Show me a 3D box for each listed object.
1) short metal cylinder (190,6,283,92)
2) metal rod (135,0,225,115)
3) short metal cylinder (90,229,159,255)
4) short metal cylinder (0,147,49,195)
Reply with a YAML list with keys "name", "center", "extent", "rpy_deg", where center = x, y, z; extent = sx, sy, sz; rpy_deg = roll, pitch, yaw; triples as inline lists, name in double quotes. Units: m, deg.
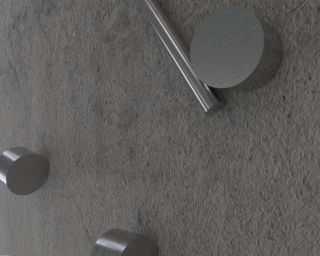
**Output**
- name: "short metal cylinder"
  center: [0.079, -0.079, 0.323]
  extent: [0.080, 0.050, 0.079]
  rpy_deg: [0, 90, 40]
- name: "metal rod"
  center: [-0.003, -0.144, 0.407]
  extent: [0.025, 0.025, 0.299]
  rpy_deg: [-42, 65, 32]
- name: "short metal cylinder"
  center: [-0.046, 0.178, 0.408]
  extent: [0.050, 0.081, 0.080]
  rpy_deg: [-1, 89, 40]
- name: "short metal cylinder"
  center: [-0.260, 0.080, 0.584]
  extent: [0.050, 0.081, 0.079]
  rpy_deg: [16, 100, 39]
